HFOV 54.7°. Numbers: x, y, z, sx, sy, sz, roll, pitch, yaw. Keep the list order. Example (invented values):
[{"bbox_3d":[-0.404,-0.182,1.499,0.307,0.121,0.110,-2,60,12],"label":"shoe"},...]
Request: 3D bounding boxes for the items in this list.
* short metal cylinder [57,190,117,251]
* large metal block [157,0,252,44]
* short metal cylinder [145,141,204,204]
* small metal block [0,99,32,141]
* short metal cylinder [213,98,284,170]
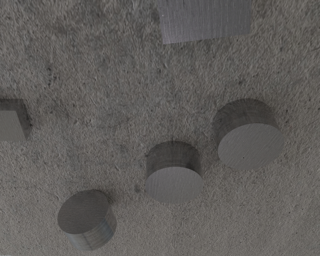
[{"bbox_3d":[-0.115,0.147,0.495,0.080,0.080,0.050,-8,130,6],"label":"short metal cylinder"},{"bbox_3d":[0.037,-0.129,0.282,0.080,0.050,0.080,-6,130,5],"label":"large metal block"},{"bbox_3d":[0.020,0.064,0.446,0.081,0.050,0.079,0,130,0],"label":"short metal cylinder"},{"bbox_3d":[-0.199,-0.010,0.397,0.050,0.025,0.050,1,130,-1],"label":"small metal block"},{"bbox_3d":[0.112,0.009,0.400,0.081,0.050,0.079,0,130,0],"label":"short metal cylinder"}]
